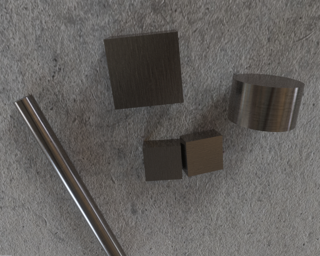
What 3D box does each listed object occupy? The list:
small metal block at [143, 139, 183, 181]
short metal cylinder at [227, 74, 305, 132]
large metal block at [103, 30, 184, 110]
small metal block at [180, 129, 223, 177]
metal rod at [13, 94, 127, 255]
[{"bbox_3d":[0.004,0.044,0.426,0.050,0.025,0.050,-4,110,1],"label":"small metal block"},{"bbox_3d":[0.125,-0.033,0.370,0.081,0.080,0.050,3,110,-2],"label":"short metal cylinder"},{"bbox_3d":[-0.017,-0.071,0.370,0.080,0.050,0.079,-6,110,1],"label":"large metal block"},{"bbox_3d":[0.056,0.033,0.417,0.050,0.025,0.050,-10,111,-13],"label":"small metal block"},{"bbox_3d":[-0.116,0.091,0.441,0.025,0.025,0.299,-22,109,7],"label":"metal rod"}]
